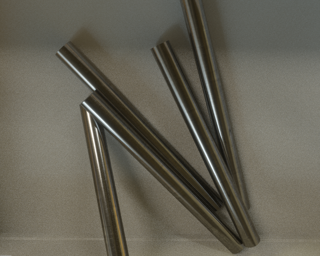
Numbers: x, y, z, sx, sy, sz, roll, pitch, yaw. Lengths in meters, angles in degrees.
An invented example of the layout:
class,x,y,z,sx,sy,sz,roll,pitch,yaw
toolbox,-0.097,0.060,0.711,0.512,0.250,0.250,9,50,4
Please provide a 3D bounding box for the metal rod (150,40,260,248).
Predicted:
class,x,y,z,sx,sy,sz,roll,pitch,yaw
metal rod,0.065,0.030,0.406,0.025,0.025,0.299,-25,103,8

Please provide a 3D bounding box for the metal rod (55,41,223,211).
class,x,y,z,sx,sy,sz,roll,pitch,yaw
metal rod,-0.018,0.008,0.414,0.025,0.025,0.300,-40,106,13

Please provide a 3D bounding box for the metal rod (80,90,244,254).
class,x,y,z,sx,sy,sz,roll,pitch,yaw
metal rod,0.013,0.068,0.412,0.025,0.025,0.300,-40,106,13

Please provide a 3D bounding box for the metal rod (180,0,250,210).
class,x,y,z,sx,sy,sz,roll,pitch,yaw
metal rod,0.077,-0.018,0.405,0.025,0.025,0.298,-16,110,5

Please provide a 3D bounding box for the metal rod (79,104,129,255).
class,x,y,z,sx,sy,sz,roll,pitch,yaw
metal rod,-0.059,0.112,0.378,0.025,0.025,0.299,-13,81,5
